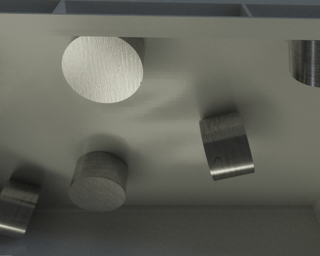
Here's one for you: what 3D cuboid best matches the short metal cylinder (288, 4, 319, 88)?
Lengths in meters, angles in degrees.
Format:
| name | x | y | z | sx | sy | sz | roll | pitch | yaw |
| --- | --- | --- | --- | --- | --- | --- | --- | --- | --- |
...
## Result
| name | x | y | z | sx | sy | sz | roll | pitch | yaw |
| --- | --- | --- | --- | --- | --- | --- | --- | --- | --- |
| short metal cylinder | 0.170 | -0.083 | 0.305 | 0.080 | 0.080 | 0.050 | -13 | 129 | 10 |

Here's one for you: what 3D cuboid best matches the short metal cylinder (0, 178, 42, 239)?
| name | x | y | z | sx | sy | sz | roll | pitch | yaw |
| --- | --- | --- | --- | --- | --- | --- | --- | --- | --- |
| short metal cylinder | -0.222 | 0.123 | 0.475 | 0.050 | 0.080 | 0.080 | 22 | 127 | -18 |

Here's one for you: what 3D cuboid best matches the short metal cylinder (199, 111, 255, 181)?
| name | x | y | z | sx | sy | sz | roll | pitch | yaw |
| --- | --- | --- | --- | --- | --- | --- | --- | --- | --- |
| short metal cylinder | 0.085 | 0.023 | 0.394 | 0.050 | 0.080 | 0.080 | -14 | 129 | 11 |

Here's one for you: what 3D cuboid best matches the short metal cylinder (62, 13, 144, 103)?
| name | x | y | z | sx | sy | sz | roll | pitch | yaw |
| --- | --- | --- | --- | --- | --- | --- | --- | --- | --- |
| short metal cylinder | -0.057 | -0.073 | 0.329 | 0.081 | 0.050 | 0.079 | 0 | 130 | 0 |

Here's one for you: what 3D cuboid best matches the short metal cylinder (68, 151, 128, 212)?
| name | x | y | z | sx | sy | sz | roll | pitch | yaw |
| --- | --- | --- | --- | --- | --- | --- | --- | --- | --- |
| short metal cylinder | -0.089 | 0.080 | 0.460 | 0.081 | 0.050 | 0.079 | 0 | 130 | 0 |
